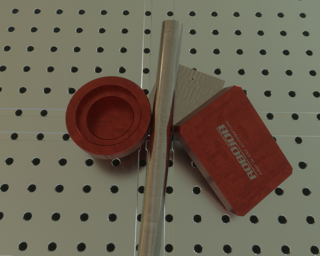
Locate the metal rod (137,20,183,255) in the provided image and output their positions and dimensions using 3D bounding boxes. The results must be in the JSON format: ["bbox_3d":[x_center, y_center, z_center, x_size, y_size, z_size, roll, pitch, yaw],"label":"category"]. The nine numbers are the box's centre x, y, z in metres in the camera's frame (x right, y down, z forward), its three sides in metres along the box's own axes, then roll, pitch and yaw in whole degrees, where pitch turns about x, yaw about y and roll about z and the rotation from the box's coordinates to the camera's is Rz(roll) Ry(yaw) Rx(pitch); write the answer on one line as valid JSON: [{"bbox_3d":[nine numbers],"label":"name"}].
[{"bbox_3d":[-0.001,0.025,0.356,0.025,0.025,0.298,6,86,2],"label":"metal rod"}]

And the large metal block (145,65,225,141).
[{"bbox_3d":[0.030,-0.031,0.407,0.080,0.050,0.080,22,71,7],"label":"large metal block"}]

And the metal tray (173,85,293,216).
[{"bbox_3d":[0.088,0.027,0.369,0.090,0.030,0.130,-37,99,-12],"label":"metal tray"}]

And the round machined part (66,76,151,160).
[{"bbox_3d":[-0.058,-0.009,0.373,0.099,0.042,0.098,-1,71,3],"label":"round machined part"}]

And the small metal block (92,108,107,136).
[{"bbox_3d":[-0.073,-0.011,0.412,0.050,0.025,0.050,-21,72,-8],"label":"small metal block"}]
